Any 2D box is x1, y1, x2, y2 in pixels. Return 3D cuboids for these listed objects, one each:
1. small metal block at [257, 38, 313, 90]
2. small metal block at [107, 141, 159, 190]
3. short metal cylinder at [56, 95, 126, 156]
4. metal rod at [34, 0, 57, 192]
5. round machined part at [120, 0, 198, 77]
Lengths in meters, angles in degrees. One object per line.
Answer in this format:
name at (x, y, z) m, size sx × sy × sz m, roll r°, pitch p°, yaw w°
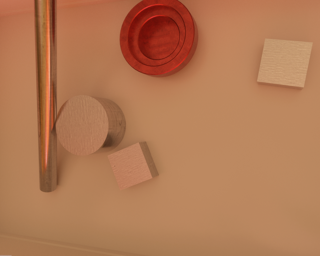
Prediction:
small metal block at (0.144, -0.074, 0.360) m, size 0.050 × 0.025 × 0.050 m, roll 11°, pitch 94°, yaw 19°
small metal block at (-0.036, 0.051, 0.422) m, size 0.050 × 0.025 × 0.050 m, roll -24°, pitch 82°, yaw 18°
short metal cylinder at (-0.095, -0.004, 0.429) m, size 0.080 × 0.050 × 0.079 m, roll 0°, pitch 90°, yaw 19°
metal rod at (-0.148, -0.043, 0.406) m, size 0.025 × 0.025 × 0.298 m, roll 18°, pitch 117°, yaw 18°
round machined part at (0.001, -0.114, 0.400) m, size 0.098 × 0.042 × 0.097 m, roll 0°, pitch 90°, yaw 19°
